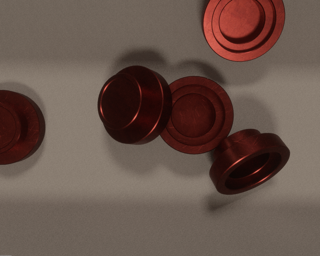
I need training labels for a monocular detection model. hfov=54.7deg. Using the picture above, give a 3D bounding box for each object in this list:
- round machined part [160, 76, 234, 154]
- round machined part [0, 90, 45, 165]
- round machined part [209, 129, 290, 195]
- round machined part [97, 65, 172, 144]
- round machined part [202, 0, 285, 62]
[{"bbox_3d":[0.042,-0.016,0.404,0.099,0.042,0.097,0,90,-1],"label":"round machined part"},{"bbox_3d":[-0.205,-0.001,0.400,0.099,0.042,0.097,0,90,-1],"label":"round machined part"},{"bbox_3d":[0.106,0.038,0.386,0.098,0.098,0.042,-25,53,0],"label":"round machined part"},{"bbox_3d":[-0.038,-0.029,0.379,0.098,0.042,0.097,-5,81,33],"label":"round machined part"},{"bbox_3d":[0.102,-0.137,0.392,0.099,0.042,0.097,1,115,1],"label":"round machined part"}]
